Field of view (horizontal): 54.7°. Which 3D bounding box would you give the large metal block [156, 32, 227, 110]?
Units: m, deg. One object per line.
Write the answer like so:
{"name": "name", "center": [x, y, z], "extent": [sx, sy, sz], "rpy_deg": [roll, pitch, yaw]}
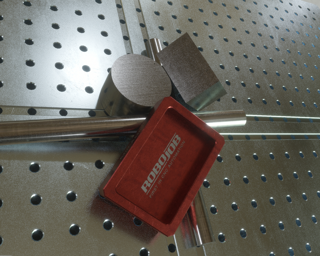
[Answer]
{"name": "large metal block", "center": [0.047, -0.075, 0.438], "extent": [0.080, 0.050, 0.080], "rpy_deg": [60, 14, 14]}

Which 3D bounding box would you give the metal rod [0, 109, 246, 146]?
{"name": "metal rod", "center": [-0.027, -0.004, 0.375], "extent": [0.303, 0.025, 0.025], "rpy_deg": [-4, 64, -22]}

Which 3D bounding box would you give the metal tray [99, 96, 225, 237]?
{"name": "metal tray", "center": [0.005, 0.041, 0.349], "extent": [0.090, 0.030, 0.130], "rpy_deg": [37, 71, -12]}

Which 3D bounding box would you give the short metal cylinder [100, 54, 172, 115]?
{"name": "short metal cylinder", "center": [-0.032, -0.049, 0.404], "extent": [0.081, 0.050, 0.080], "rpy_deg": [14, 56, -21]}

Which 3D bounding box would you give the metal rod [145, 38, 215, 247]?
{"name": "metal rod", "center": [0.020, 0.001, 0.418], "extent": [0.025, 0.025, 0.299], "rpy_deg": [1, 62, -28]}
